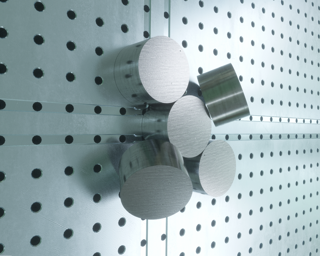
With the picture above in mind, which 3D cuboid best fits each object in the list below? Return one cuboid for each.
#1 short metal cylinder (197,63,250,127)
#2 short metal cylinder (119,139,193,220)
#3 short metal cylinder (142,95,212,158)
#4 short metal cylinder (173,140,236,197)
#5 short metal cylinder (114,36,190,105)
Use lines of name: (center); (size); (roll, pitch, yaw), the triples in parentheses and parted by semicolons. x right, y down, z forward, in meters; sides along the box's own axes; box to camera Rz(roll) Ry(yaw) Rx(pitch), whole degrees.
short metal cylinder: (0.091, -0.047, 0.445); (0.080, 0.050, 0.080); (-21, 90, -78)
short metal cylinder: (-0.007, 0.060, 0.362); (0.081, 0.050, 0.079); (-5, 121, -7)
short metal cylinder: (0.023, -0.002, 0.414); (0.081, 0.050, 0.079); (0, 90, -40)
short metal cylinder: (0.065, 0.056, 0.450); (0.081, 0.050, 0.079); (0, 90, -40)
short metal cylinder: (-0.009, -0.069, 0.386); (0.081, 0.050, 0.079); (0, 90, -40)
